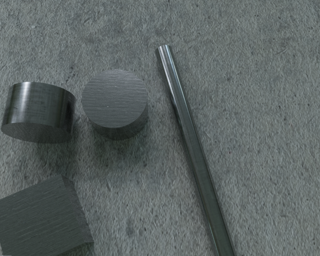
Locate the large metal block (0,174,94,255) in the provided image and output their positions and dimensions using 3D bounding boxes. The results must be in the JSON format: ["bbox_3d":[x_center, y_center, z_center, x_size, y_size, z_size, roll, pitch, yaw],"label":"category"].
[{"bbox_3d":[-0.132,0.109,0.354,0.080,0.050,0.080,-23,72,-8],"label":"large metal block"}]

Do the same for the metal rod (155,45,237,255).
[{"bbox_3d":[0.042,0.024,0.399,0.025,0.025,0.299,-13,71,-5],"label":"metal rod"}]

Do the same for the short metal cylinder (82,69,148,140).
[{"bbox_3d":[-0.056,-0.029,0.405,0.081,0.050,0.080,0,70,0],"label":"short metal cylinder"}]

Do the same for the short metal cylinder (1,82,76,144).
[{"bbox_3d":[-0.148,-0.016,0.384,0.080,0.080,0.050,1,70,0],"label":"short metal cylinder"}]
